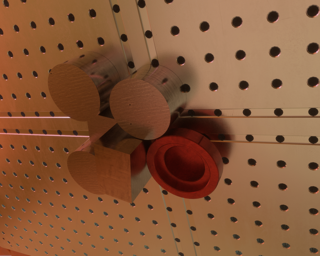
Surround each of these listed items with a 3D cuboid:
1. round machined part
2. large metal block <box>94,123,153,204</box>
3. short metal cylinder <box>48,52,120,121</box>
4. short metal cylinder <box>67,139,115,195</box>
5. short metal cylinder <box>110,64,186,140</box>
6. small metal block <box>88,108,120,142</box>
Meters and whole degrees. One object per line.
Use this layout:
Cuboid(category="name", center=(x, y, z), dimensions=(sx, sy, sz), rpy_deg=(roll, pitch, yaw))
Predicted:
Cuboid(category="round machined part", center=(0.035, 0.042, 0.407), dimensions=(0.098, 0.042, 0.097), rpy_deg=(13, 124, 21))
Cuboid(category="large metal block", center=(-0.042, 0.039, 0.418), dimensions=(0.050, 0.080, 0.079), rpy_deg=(15, 125, 20))
Cuboid(category="short metal cylinder", center=(-0.100, -0.055, 0.413), dimensions=(0.080, 0.050, 0.079), rpy_deg=(13, 124, 21))
Cuboid(category="short metal cylinder", center=(-0.094, 0.056, 0.479), dimensions=(0.080, 0.050, 0.079), rpy_deg=(13, 124, 21))
Cuboid(category="short metal cylinder", center=(-0.014, -0.032, 0.382), dimensions=(0.080, 0.050, 0.079), rpy_deg=(13, 124, 21))
Cuboid(category="small metal block", center=(-0.076, -0.002, 0.450), dimensions=(0.050, 0.025, 0.050), rpy_deg=(14, 124, 20))
